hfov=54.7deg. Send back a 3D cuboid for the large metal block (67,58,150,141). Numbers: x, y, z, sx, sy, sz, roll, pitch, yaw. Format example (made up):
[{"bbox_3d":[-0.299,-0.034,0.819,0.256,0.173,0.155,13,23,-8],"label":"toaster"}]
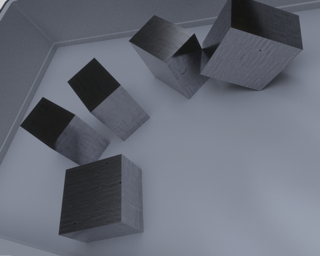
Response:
[{"bbox_3d":[-0.070,-0.039,0.432,0.050,0.080,0.080,-43,51,-1],"label":"large metal block"}]

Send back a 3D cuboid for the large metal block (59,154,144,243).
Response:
[{"bbox_3d":[-0.068,0.086,0.373,0.080,0.050,0.080,-17,55,18],"label":"large metal block"}]

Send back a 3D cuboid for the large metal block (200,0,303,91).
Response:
[{"bbox_3d":[0.100,-0.094,0.354,0.081,0.080,0.050,13,62,-11],"label":"large metal block"}]

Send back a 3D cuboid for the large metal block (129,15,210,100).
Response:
[{"bbox_3d":[0.016,-0.095,0.421,0.050,0.080,0.080,-47,51,-4],"label":"large metal block"}]

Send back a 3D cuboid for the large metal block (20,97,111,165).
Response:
[{"bbox_3d":[-0.131,0.009,0.434,0.080,0.080,0.050,25,75,36],"label":"large metal block"}]
